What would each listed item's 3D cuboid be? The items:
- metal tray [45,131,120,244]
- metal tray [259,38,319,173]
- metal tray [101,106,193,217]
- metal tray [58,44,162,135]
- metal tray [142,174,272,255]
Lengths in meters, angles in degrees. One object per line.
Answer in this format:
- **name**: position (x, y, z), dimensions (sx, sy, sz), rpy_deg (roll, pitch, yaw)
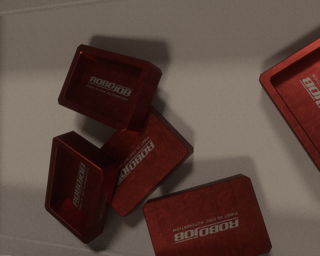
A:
- **metal tray**: position (-0.109, 0.080, 0.416), dimensions (0.090, 0.030, 0.129), rpy_deg (30, 120, 23)
- **metal tray**: position (0.181, -0.025, 0.333), dimensions (0.090, 0.030, 0.130), rpy_deg (-33, 71, 16)
- **metal tray**: position (-0.031, 0.043, 0.418), dimensions (0.090, 0.030, 0.130), rpy_deg (46, 104, 13)
- **metal tray**: position (-0.070, -0.054, 0.411), dimensions (0.130, 0.030, 0.090), rpy_deg (22, 91, 31)
- **metal tray**: position (0.054, 0.116, 0.371), dimensions (0.131, 0.030, 0.090), rpy_deg (-17, 84, 3)
